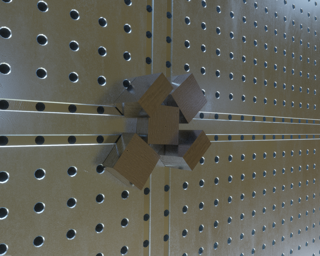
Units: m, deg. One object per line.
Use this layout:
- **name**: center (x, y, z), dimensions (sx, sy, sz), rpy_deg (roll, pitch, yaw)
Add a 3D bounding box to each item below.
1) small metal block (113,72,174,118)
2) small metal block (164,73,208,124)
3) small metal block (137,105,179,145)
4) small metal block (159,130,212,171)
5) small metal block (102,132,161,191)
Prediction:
- **small metal block**: center (-0.020, -0.039, 0.374), dimensions (0.025, 0.050, 0.050), rpy_deg (52, 60, -28)
- **small metal block**: center (0.034, -0.041, 0.436), dimensions (0.050, 0.025, 0.050), rpy_deg (-47, 118, -29)
- **small metal block**: center (-0.002, -0.004, 0.405), dimensions (0.050, 0.025, 0.050), rpy_deg (4, 86, -39)
- **small metal block**: center (0.033, 0.029, 0.419), dimensions (0.050, 0.050, 0.025), rpy_deg (-50, 119, -28)
- **small metal block**: center (-0.034, 0.040, 0.379), dimensions (0.050, 0.025, 0.050), rpy_deg (46, 62, -31)
